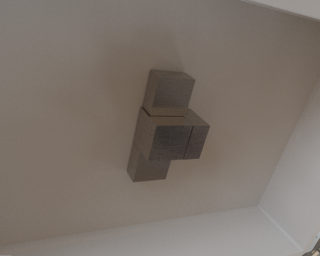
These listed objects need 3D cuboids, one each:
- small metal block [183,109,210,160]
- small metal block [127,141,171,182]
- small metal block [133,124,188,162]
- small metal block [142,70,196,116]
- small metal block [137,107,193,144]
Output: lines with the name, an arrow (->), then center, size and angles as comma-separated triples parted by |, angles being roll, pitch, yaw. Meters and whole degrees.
small metal block -> 0.036, 0.007, 0.414 | 0.025, 0.050, 0.050 | 0, 119, -28
small metal block -> -0.014, 0.045, 0.426 | 0.050, 0.025, 0.050 | 0, 119, -28
small metal block -> 0.000, 0.018, 0.401 | 0.050, 0.050, 0.025 | 0, 119, -28
small metal block -> 0.011, -0.043, 0.385 | 0.050, 0.025, 0.050 | 0, 119, -28
small metal block -> 0.005, -0.004, 0.390 | 0.050, 0.050, 0.025 | 0, 119, -28
